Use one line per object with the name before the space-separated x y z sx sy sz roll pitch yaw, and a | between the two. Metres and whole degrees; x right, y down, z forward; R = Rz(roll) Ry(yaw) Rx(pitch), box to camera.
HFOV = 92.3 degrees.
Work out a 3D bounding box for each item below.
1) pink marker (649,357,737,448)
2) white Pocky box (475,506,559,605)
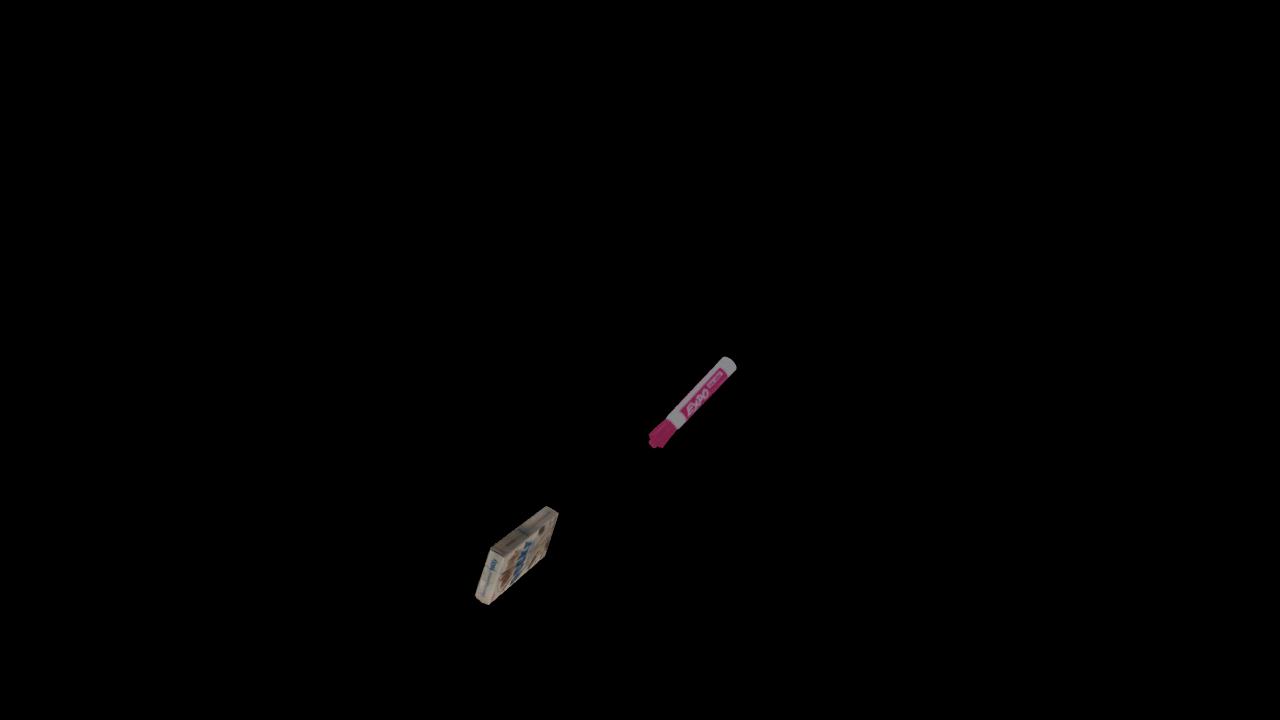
pink marker | 0.051 0.042 0.608 0.121 0.020 0.020 -44 19 -21
white Pocky box | -0.174 0.277 0.889 0.028 0.084 0.154 24 17 16
